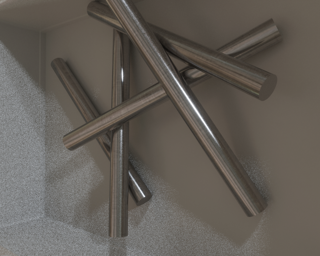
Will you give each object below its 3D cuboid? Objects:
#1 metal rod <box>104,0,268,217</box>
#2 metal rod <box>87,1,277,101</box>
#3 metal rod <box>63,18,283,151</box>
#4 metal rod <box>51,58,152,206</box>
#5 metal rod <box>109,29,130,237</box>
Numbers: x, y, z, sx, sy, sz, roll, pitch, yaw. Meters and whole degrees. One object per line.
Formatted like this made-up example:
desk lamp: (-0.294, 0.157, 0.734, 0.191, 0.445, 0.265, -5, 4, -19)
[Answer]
metal rod: (0.020, -0.039, 0.333, 0.025, 0.025, 0.299, -36, 85, 34)
metal rod: (-0.001, -0.104, 0.361, 0.300, 0.025, 0.025, 36, 112, 38)
metal rod: (-0.005, -0.039, 0.373, 0.300, 0.025, 0.025, -26, 74, 25)
metal rod: (-0.102, -0.009, 0.488, 0.025, 0.025, 0.300, -52, 60, 27)
metal rod: (-0.055, -0.007, 0.428, 0.025, 0.025, 0.298, -7, 79, 39)
